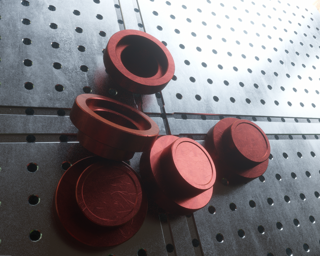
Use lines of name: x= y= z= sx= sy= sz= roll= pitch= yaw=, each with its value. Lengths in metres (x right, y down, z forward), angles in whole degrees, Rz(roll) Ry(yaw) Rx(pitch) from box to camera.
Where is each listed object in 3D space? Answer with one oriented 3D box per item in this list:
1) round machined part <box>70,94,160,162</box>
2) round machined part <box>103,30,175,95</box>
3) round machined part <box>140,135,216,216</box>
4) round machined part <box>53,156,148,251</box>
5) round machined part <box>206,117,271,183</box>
round machined part: x=-0.054 y=0.002 z=0.348 sx=0.098 sy=0.042 sz=0.098 roll=23 pitch=16 yaw=-7
round machined part: x=-0.032 y=-0.087 z=0.434 sx=0.099 sy=0.042 sz=0.098 roll=14 pitch=56 yaw=-21
round machined part: x=0.028 y=0.050 z=0.370 sx=0.099 sy=0.042 sz=0.098 roll=25 pitch=44 yaw=-27
round machined part: x=-0.057 y=0.073 z=0.323 sx=0.099 sy=0.042 sz=0.098 roll=14 pitch=56 yaw=-21
round machined part: x=0.119 y=0.027 z=0.447 sx=0.099 sy=0.042 sz=0.098 roll=14 pitch=56 yaw=-21
